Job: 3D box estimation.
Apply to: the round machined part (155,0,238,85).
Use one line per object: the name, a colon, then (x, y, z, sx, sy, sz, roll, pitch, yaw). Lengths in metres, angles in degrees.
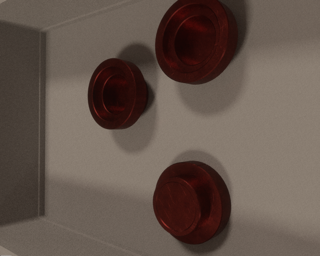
round machined part: (0.045, -0.099, 0.357, 0.098, 0.042, 0.097, 0, 90, 39)

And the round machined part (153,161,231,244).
round machined part: (0.030, 0.089, 0.369, 0.098, 0.042, 0.097, 0, 90, 39)

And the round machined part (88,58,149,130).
round machined part: (-0.055, -0.047, 0.439, 0.098, 0.042, 0.097, 0, 90, 39)
